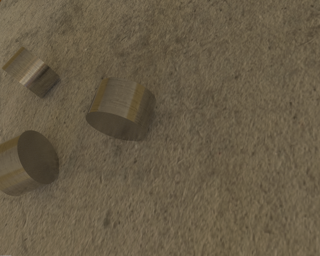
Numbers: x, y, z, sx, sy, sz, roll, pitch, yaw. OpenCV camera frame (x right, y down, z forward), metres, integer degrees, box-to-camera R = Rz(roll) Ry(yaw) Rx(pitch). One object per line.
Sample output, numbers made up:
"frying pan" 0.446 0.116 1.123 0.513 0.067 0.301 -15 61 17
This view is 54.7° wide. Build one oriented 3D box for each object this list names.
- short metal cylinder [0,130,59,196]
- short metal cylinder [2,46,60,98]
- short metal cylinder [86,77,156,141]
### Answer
"short metal cylinder" -0.189 0.049 0.435 0.050 0.080 0.080 -23 53 14
"short metal cylinder" -0.225 -0.096 0.543 0.080 0.080 0.050 31 79 37
"short metal cylinder" -0.050 -0.023 0.407 0.080 0.080 0.050 2 63 29
